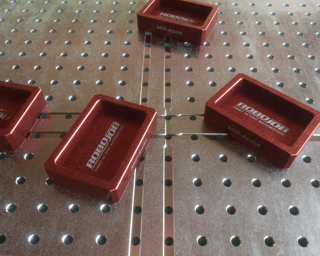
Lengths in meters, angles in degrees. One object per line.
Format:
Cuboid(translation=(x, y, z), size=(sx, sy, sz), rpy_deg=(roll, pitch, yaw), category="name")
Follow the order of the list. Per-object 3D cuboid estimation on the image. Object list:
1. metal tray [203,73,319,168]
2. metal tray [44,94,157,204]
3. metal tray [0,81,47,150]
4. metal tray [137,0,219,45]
Cuboid(translation=(0.137, -0.015, 0.418), size=(0.130, 0.030, 0.090), rpy_deg=(34, 57, 25), category="metal tray")
Cuboid(translation=(-0.068, 0.019, 0.387), size=(0.090, 0.030, 0.130), rpy_deg=(16, 52, 12), category="metal tray")
Cuboid(translation=(-0.237, -0.025, 0.421), size=(0.131, 0.030, 0.090), rpy_deg=(10, 51, 7), category="metal tray")
Cuboid(translation=(0.034, -0.206, 0.577), size=(0.130, 0.030, 0.090), rpy_deg=(18, 52, 14), category="metal tray")
